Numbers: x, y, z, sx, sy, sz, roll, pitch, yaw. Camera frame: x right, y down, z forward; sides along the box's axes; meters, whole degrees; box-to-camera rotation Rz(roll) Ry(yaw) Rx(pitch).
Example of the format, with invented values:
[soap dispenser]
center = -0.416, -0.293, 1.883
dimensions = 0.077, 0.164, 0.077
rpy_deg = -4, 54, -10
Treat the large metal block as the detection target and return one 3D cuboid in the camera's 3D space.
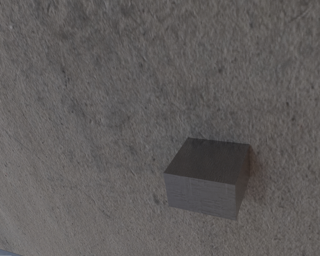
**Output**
[large metal block]
center = 0.060, 0.057, 0.374
dimensions = 0.080, 0.080, 0.050
rpy_deg = 6, 121, 25
